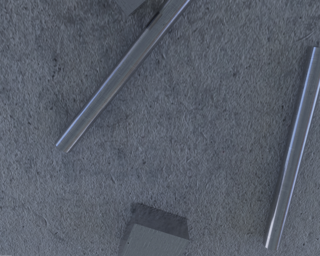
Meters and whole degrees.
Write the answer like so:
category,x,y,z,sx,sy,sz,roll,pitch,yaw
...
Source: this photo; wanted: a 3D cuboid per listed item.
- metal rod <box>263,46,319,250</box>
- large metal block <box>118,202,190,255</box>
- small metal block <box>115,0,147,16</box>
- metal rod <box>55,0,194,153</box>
category,x,y,z,sx,sy,sz,roll,pitch,yaw
metal rod,0.183,0.041,0.427,0.025,0.025,0.298,4,110,-2
large metal block,-0.011,0.168,0.458,0.080,0.050,0.079,20,109,-8
small metal block,-0.040,-0.152,0.340,0.025,0.050,0.050,-38,106,12
metal rod,-0.034,-0.083,0.378,0.025,0.025,0.299,38,105,-13
